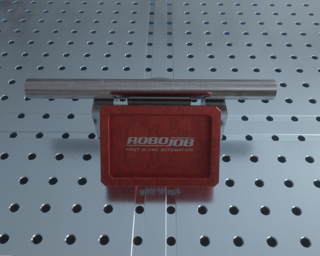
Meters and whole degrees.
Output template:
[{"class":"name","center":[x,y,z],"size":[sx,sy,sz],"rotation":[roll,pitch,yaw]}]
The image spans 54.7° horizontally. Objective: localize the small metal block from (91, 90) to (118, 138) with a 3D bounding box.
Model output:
[{"class":"small metal block","center":[-0.070,-0.022,0.409],"size":[0.025,0.050,0.050],"rotation":[-1,50,0]}]

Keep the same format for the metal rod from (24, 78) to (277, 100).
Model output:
[{"class":"metal rod","center":[-0.011,-0.048,0.382],"size":[0.302,0.025,0.025],"rotation":[0,50,0]}]

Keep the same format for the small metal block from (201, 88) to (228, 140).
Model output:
[{"class":"small metal block","center":[0.069,-0.019,0.408],"size":[0.025,0.050,0.050],"rotation":[-1,50,0]}]

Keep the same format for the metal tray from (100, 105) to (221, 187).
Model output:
[{"class":"metal tray","center":[0.000,0.019,0.352],"size":[0.131,0.089,0.030],"rotation":[0,7,0]}]

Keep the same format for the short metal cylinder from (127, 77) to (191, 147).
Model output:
[{"class":"short metal cylinder","center":[-0.001,-0.022,0.409],"size":[0.080,0.050,0.080],"rotation":[0,50,0]}]
